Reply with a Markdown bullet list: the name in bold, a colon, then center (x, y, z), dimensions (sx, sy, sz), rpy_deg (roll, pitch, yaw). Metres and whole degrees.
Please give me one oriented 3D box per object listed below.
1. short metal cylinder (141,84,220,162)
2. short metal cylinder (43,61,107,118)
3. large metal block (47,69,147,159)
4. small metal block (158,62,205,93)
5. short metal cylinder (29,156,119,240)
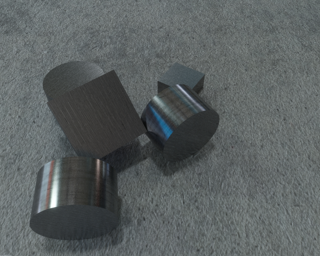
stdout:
- **short metal cylinder**: center (0.024, -0.005, 0.372), dimensions (0.081, 0.080, 0.050), rpy_deg (-26, 55, -21)
- **short metal cylinder**: center (-0.113, -0.047, 0.426), dimensions (0.081, 0.050, 0.080), rpy_deg (0, 50, 0)
- **large metal block**: center (-0.075, -0.012, 0.365), dimensions (0.080, 0.050, 0.080), rpy_deg (-30, 100, -17)
- **small metal block**: center (0.031, -0.066, 0.458), dimensions (0.050, 0.025, 0.050), rpy_deg (26, 55, 20)
- **short metal cylinder**: center (-0.082, 0.071, 0.307), dimensions (0.081, 0.080, 0.050), rpy_deg (-5, 50, -4)
